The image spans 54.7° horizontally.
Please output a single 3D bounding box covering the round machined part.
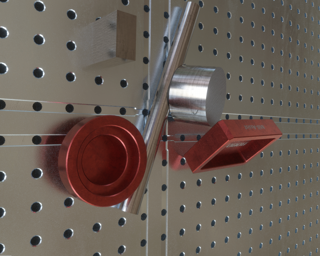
[{"bbox_3d":[-0.066,0.035,0.345,0.099,0.042,0.097,0,90,-40],"label":"round machined part"}]

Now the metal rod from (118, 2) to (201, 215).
[{"bbox_3d":[0.004,-0.036,0.414,0.025,0.025,0.299,28,73,-37],"label":"metal rod"}]

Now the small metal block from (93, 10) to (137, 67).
[{"bbox_3d":[-0.052,-0.099,0.350,0.025,0.050,0.050,2,89,-40],"label":"small metal block"}]

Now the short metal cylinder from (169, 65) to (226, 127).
[{"bbox_3d":[0.053,-0.044,0.422,0.080,0.050,0.079,-29,124,-56],"label":"short metal cylinder"}]

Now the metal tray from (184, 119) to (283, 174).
[{"bbox_3d":[0.110,0.026,0.462,0.131,0.089,0.030,-2,54,-40],"label":"metal tray"}]
